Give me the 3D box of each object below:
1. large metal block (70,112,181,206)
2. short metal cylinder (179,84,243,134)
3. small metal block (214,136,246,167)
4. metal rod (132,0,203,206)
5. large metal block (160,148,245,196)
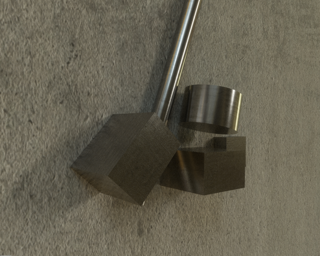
[{"bbox_3d":[-0.038,0.030,0.337,0.050,0.080,0.080,50,61,-29],"label":"large metal block"},{"bbox_3d":[0.070,-0.024,0.427,0.081,0.080,0.050,16,80,-39],"label":"short metal cylinder"},{"bbox_3d":[0.113,0.039,0.499,0.050,0.025,0.050,-1,91,-40],"label":"small metal block"},{"bbox_3d":[0.010,-0.049,0.412,0.025,0.025,0.299,26,74,-37],"label":"metal rod"},{"bbox_3d":[0.056,0.054,0.416,0.081,0.080,0.050,1,90,-40],"label":"large metal block"}]
